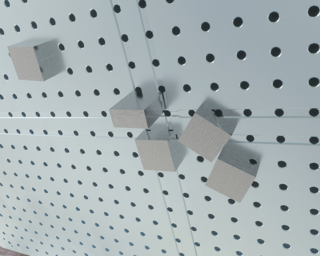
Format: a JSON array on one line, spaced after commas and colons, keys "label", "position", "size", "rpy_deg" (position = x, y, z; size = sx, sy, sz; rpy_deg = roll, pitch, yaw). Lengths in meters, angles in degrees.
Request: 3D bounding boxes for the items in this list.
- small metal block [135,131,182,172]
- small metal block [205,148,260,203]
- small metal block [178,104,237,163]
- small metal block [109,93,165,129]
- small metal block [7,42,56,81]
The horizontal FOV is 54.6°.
[{"label": "small metal block", "position": [-0.002, 0.032, 0.432], "size": [0.050, 0.025, 0.050], "rpy_deg": [0, 119, 28]}, {"label": "small metal block", "position": [0.092, 0.062, 0.401], "size": [0.050, 0.025, 0.050], "rpy_deg": [26, 128, 12]}, {"label": "small metal block", "position": [0.058, 0.007, 0.385], "size": [0.050, 0.025, 0.050], "rpy_deg": [33, 129, 6]}, {"label": "small metal block", "position": [-0.028, -0.023, 0.396], "size": [0.050, 0.050, 0.025], "rpy_deg": [3, 120, 27]}, {"label": "small metal block", "position": [-0.186, -0.097, 0.451], "size": [0.050, 0.025, 0.050], "rpy_deg": [7, 122, 24]}]
